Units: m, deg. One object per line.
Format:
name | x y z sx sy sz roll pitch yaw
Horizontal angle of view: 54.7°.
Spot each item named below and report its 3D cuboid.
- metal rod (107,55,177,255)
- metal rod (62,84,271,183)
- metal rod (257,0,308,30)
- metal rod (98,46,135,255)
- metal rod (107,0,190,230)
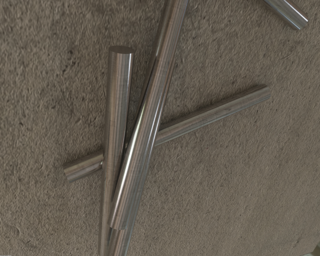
metal rod | -0.029 0.059 0.385 0.025 0.025 0.298 8 101 -32
metal rod | 0.020 0.001 0.418 0.302 0.025 0.025 -22 127 -15
metal rod | 0.072 -0.182 0.332 0.302 0.025 0.025 18 109 -35
metal rod | -0.057 0.051 0.373 0.025 0.025 0.298 -7 124 -25
metal rod | -0.011 -0.027 0.344 0.025 0.025 0.298 9 102 -32
